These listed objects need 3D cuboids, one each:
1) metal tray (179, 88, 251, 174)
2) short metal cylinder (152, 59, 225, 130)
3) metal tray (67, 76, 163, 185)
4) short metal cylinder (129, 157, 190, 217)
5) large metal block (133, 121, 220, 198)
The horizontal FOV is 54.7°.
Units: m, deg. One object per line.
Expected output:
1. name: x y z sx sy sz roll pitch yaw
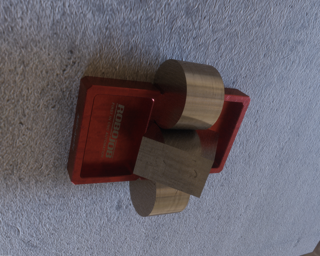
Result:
1. metal tray: 0.066 0.006 0.445 0.091 0.030 0.129 1 118 -29
2. short metal cylinder: 0.030 -0.038 0.366 0.050 0.080 0.079 2 118 -30
3. metal tray: -0.057 0.006 0.378 0.091 0.030 0.129 1 118 -29
4. short metal cylinder: -0.002 0.076 0.419 0.050 0.080 0.079 2 118 -30
5. large metal block: 0.023 0.029 0.377 0.080 0.080 0.050 19 115 7
